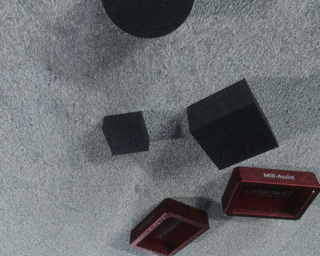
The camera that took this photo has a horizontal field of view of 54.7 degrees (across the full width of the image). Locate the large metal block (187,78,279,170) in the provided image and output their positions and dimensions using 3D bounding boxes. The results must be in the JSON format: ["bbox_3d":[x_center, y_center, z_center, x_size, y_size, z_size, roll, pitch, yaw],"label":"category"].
[{"bbox_3d":[0.090,-0.002,0.390,0.080,0.050,0.080,-26,126,20],"label":"large metal block"}]

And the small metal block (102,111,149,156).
[{"bbox_3d":[-0.044,0.008,0.413,0.050,0.025,0.050,-8,130,7],"label":"small metal block"}]

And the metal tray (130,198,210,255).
[{"bbox_3d":[0.015,0.185,0.561,0.090,0.030,0.129,26,125,-21],"label":"metal tray"}]

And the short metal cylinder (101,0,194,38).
[{"bbox_3d":[-0.010,-0.130,0.281,0.081,0.050,0.079,0,130,0],"label":"short metal cylinder"}]

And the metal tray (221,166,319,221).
[{"bbox_3d":[0.174,0.107,0.496,0.131,0.030,0.089,5,130,-5],"label":"metal tray"}]
